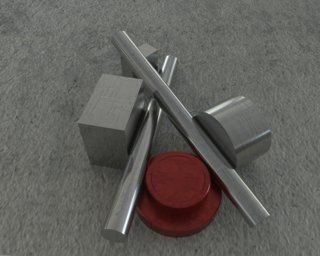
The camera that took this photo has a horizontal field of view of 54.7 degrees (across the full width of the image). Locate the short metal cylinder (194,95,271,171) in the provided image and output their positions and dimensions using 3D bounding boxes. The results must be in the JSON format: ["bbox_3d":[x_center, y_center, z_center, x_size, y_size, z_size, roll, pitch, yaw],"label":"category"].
[{"bbox_3d":[0.082,0.008,0.364,0.050,0.080,0.080,-26,55,-20],"label":"short metal cylinder"}]

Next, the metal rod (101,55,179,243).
[{"bbox_3d":[-0.012,-0.003,0.388,0.025,0.025,0.300,9,44,7],"label":"metal rod"}]

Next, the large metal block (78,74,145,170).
[{"bbox_3d":[-0.053,-0.006,0.373,0.050,0.080,0.080,9,51,7],"label":"large metal block"}]

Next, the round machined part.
[{"bbox_3d":[0.019,0.065,0.340,0.099,0.042,0.098,0,50,0],"label":"round machined part"}]

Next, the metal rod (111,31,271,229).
[{"bbox_3d":[0.022,-0.016,0.374,0.025,0.025,0.300,-26,64,-20],"label":"metal rod"}]

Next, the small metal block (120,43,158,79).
[{"bbox_3d":[-0.030,-0.091,0.464,0.025,0.050,0.050,38,59,27],"label":"small metal block"}]
